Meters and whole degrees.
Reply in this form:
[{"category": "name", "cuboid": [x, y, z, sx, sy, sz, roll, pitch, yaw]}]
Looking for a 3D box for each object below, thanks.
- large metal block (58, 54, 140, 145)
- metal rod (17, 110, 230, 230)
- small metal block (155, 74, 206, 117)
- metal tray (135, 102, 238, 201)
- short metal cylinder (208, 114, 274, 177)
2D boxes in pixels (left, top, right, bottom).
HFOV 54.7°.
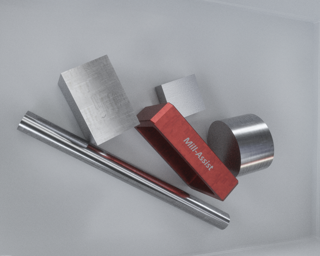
[{"category": "large metal block", "cuboid": [-0.073, -0.029, 0.353, 0.050, 0.080, 0.080, -28, 100, -18]}, {"category": "metal rod", "cuboid": [-0.032, 0.062, 0.398, 0.301, 0.025, 0.025, 30, 80, -18]}, {"category": "small metal block", "cuboid": [0.028, -0.040, 0.419, 0.050, 0.025, 0.050, -21, 97, -19]}, {"category": "metal tray", "cuboid": [0.027, 0.029, 0.385, 0.030, 0.090, 0.130, -46, 105, -15]}, {"category": "short metal cylinder", "cuboid": [0.107, 0.024, 0.421, 0.050, 0.080, 0.079, -12, 95, -19]}]
